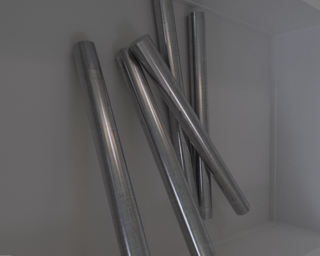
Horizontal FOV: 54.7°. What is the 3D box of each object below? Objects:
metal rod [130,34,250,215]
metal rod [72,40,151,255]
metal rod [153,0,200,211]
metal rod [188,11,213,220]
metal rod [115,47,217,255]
[{"bbox_3d":[0.052,0.012,0.415,0.025,0.025,0.299,-49,119,-29],"label":"metal rod"},{"bbox_3d":[-0.041,0.048,0.294,0.025,0.025,0.299,-2,67,-40],"label":"metal rod"},{"bbox_3d":[0.023,-0.029,0.425,0.025,0.025,0.298,-14,99,-39],"label":"metal rod"},{"bbox_3d":[0.059,-0.016,0.455,0.025,0.025,0.298,-5,93,-40],"label":"metal rod"},{"bbox_3d":[0.011,0.045,0.339,0.025,0.025,0.299,-10,73,-40],"label":"metal rod"}]
